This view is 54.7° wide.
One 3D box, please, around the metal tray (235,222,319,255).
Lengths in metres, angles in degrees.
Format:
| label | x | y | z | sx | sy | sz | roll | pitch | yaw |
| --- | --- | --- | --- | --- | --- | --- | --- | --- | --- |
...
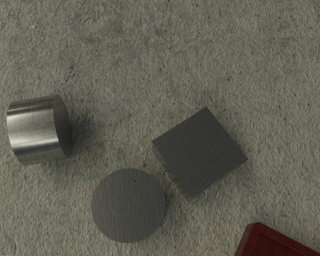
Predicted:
| label | x | y | z | sx | sy | sz | roll | pitch | yaw |
| --- | --- | --- | --- | --- | --- | --- | --- | --- | --- |
| metal tray | 0.145 | 0.175 | 0.342 | 0.130 | 0.030 | 0.090 | 26 | 72 | 9 |

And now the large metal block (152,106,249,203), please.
| label | x | y | z | sx | sy | sz | roll | pitch | yaw |
| --- | --- | --- | --- | --- | --- | --- | --- | --- | --- |
| large metal block | 0.046 | 0.034 | 0.383 | 0.080 | 0.050 | 0.080 | -32 | 73 | -11 |

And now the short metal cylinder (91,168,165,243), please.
| label | x | y | z | sx | sy | sz | roll | pitch | yaw |
| --- | --- | --- | --- | --- | --- | --- | --- | --- | --- |
| short metal cylinder | -0.034 | 0.091 | 0.361 | 0.081 | 0.050 | 0.080 | 0 | 70 | 0 |

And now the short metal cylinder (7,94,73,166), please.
| label | x | y | z | sx | sy | sz | roll | pitch | yaw |
| --- | --- | --- | --- | --- | --- | --- | --- | --- | --- |
| short metal cylinder | -0.142 | 0.002 | 0.377 | 0.050 | 0.080 | 0.080 | -10 | 71 | -4 |
